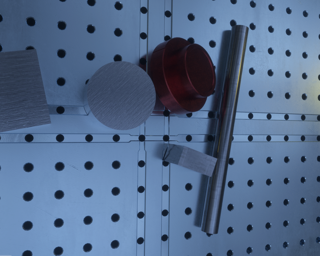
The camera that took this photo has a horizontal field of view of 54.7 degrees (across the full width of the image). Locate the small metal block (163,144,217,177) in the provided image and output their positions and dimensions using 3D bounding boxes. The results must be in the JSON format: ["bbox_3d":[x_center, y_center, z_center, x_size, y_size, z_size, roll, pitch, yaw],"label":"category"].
[{"bbox_3d":[0.040,0.042,0.415,0.050,0.050,0.025,22,83,-19],"label":"small metal block"}]

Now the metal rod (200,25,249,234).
[{"bbox_3d":[0.094,0.000,0.448,0.025,0.025,0.298,11,86,-20],"label":"metal rod"}]

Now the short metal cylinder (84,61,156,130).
[{"bbox_3d":[-0.051,-0.038,0.380,0.081,0.050,0.079,0,91,-20],"label":"short metal cylinder"}]

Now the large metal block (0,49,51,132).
[{"bbox_3d":[-0.169,-0.037,0.337,0.081,0.050,0.079,-12,94,-20],"label":"large metal block"}]

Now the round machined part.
[{"bbox_3d":[0.036,-0.069,0.395,0.099,0.042,0.098,15,70,-47],"label":"round machined part"}]
